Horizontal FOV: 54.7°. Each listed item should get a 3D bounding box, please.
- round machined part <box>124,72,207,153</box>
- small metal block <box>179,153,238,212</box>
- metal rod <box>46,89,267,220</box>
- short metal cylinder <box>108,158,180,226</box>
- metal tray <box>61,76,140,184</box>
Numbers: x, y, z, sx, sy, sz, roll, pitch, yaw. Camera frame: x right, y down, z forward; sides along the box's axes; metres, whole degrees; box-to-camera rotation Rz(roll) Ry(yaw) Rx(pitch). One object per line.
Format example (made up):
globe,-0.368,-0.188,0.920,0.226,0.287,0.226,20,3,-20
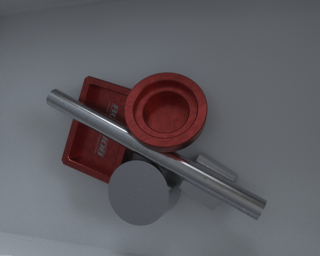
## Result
round machined part,0.008,-0.016,0.383,0.099,0.042,0.098,-2,68,5
small metal block,0.060,0.066,0.387,0.050,0.025,0.050,33,100,16
metal rod,-0.016,0.025,0.383,0.301,0.025,0.025,27,99,15
short metal cylinder,-0.019,0.079,0.401,0.080,0.050,0.079,0,90,19
metal tray,-0.076,0.002,0.431,0.090,0.030,0.129,20,96,18
